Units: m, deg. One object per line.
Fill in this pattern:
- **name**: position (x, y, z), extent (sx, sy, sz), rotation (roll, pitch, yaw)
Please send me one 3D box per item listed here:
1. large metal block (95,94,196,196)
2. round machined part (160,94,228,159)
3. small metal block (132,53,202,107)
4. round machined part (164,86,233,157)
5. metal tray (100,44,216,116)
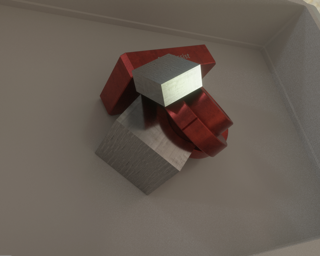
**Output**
- **large metal block**: position (-0.016, 0.021, 0.349), extent (0.080, 0.080, 0.050), rotation (39, 51, -2)
- **round machined part**: position (0.039, -0.003, 0.419), extent (0.099, 0.042, 0.098), rotation (14, 56, -21)
- **small metal block**: position (0.007, -0.052, 0.322), extent (0.050, 0.025, 0.050), rotation (-31, 40, -25)
- **round machined part**: position (0.046, -0.018, 0.356), extent (0.098, 0.042, 0.098), rotation (46, 13, -13)
- **metal tray**: position (-0.002, -0.062, 0.400), extent (0.131, 0.090, 0.030), rotation (-16, 71, -35)
